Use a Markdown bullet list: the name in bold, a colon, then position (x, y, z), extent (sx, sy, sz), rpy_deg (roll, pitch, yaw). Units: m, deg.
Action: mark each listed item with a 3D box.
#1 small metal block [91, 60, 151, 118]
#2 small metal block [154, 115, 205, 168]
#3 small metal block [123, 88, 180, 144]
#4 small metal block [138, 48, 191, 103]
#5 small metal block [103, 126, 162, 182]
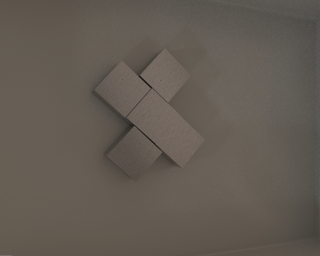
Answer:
- **small metal block**: position (-0.049, -0.048, 0.390), extent (0.050, 0.025, 0.050), rpy_deg (43, 76, -15)
- **small metal block**: position (0.023, 0.018, 0.416), extent (0.050, 0.025, 0.050), rpy_deg (43, 76, -15)
- **small metal block**: position (-0.012, -0.015, 0.403), extent (0.050, 0.025, 0.050), rpy_deg (43, 76, -15)
- **small metal block**: position (0.004, -0.067, 0.409), extent (0.050, 0.025, 0.050), rpy_deg (43, 75, -15)
- **small metal block**: position (-0.035, 0.032, 0.396), extent (0.050, 0.025, 0.050), rpy_deg (45, 77, -15)
